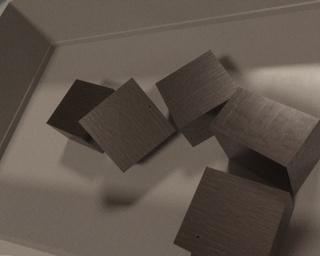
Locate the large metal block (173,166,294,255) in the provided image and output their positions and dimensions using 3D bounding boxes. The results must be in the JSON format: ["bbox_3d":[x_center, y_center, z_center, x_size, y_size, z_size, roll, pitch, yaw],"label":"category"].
[{"bbox_3d":[0.072,0.093,0.295,0.080,0.050,0.080,15,69,33],"label":"large metal block"}]

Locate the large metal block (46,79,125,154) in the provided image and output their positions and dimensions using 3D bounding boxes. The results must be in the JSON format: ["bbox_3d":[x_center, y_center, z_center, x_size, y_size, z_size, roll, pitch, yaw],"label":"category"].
[{"bbox_3d":[-0.103,-0.018,0.453,0.080,0.050,0.080,18,71,34],"label":"large metal block"}]

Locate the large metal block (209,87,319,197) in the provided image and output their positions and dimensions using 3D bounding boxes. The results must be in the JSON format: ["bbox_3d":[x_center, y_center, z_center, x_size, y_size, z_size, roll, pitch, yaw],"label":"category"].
[{"bbox_3d":[0.106,0.014,0.306,0.080,0.080,0.050,31,79,37],"label":"large metal block"}]

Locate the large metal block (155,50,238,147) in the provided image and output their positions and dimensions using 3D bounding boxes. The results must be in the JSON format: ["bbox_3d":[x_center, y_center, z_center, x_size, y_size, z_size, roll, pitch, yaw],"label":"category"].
[{"bbox_3d":[0.052,-0.036,0.384,0.080,0.050,0.080,-31,52,8],"label":"large metal block"}]

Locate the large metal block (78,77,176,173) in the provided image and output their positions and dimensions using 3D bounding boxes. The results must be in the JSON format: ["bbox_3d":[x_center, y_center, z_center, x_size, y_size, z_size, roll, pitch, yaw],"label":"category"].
[{"bbox_3d":[-0.039,-0.005,0.385,0.080,0.050,0.080,-39,96,1],"label":"large metal block"}]
